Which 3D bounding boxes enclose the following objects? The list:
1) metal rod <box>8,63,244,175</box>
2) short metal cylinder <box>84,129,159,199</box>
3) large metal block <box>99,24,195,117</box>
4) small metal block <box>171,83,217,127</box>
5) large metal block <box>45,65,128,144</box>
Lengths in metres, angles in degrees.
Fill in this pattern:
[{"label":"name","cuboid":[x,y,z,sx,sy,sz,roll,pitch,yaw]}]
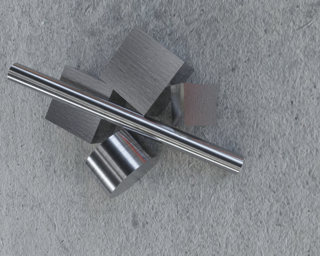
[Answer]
[{"label":"metal rod","cuboid":[-0.043,-0.012,0.381,0.301,0.025,0.025,22,98,2]},{"label":"short metal cylinder","cuboid":[-0.048,0.045,0.397,0.080,0.080,0.050,-46,76,14]},{"label":"large metal block","cuboid":[-0.016,-0.071,0.400,0.080,0.050,0.080,41,103,15]},{"label":"small metal block","cuboid":[0.042,-0.027,0.380,0.025,0.050,0.050,-2,89,56]},{"label":"large metal block","cuboid":[-0.100,-0.032,0.432,0.080,0.050,0.080,26,99,18]}]
